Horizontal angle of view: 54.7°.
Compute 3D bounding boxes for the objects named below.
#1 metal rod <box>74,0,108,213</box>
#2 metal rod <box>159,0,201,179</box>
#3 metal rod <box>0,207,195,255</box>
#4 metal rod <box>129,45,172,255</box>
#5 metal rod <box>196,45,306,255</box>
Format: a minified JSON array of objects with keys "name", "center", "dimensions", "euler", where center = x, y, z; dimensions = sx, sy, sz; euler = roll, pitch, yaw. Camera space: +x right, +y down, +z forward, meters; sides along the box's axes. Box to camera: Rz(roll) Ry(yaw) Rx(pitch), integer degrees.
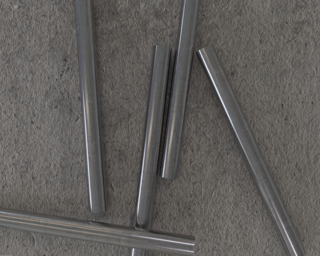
[{"name":"metal rod","center":[-0.092,-0.041,0.409],"dimensions":[0.025,0.025,0.298],"euler":[-4,90,0]},{"name":"metal rod","center":[0.030,-0.083,0.409],"dimensions":[0.025,0.025,0.298],"euler":[7,90,0]},{"name":"metal rod","center":[-0.108,0.127,0.392],"dimensions":[0.302,0.025,0.025],"euler":[6,90,6]},{"name":"metal rod","center":[-0.014,0.042,0.409],"dimensions":[0.025,0.025,0.298],"euler":[7,90,0]},{"name":"metal rod","center":[0.120,0.032,0.410],"dimensions":[0.025,0.025,0.299],"euler":[-24,90,0]}]
